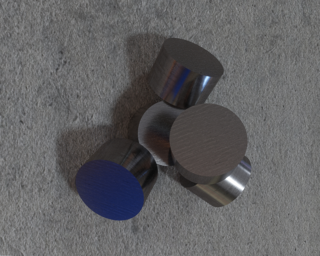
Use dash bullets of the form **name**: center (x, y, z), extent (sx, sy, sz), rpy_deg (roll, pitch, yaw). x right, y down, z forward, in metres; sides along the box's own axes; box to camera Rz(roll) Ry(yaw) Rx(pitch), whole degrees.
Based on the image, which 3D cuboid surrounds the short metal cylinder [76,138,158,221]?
- **short metal cylinder**: center (-0.048, 0.058, 0.357), extent (0.080, 0.050, 0.079), rpy_deg (7, 117, 15)

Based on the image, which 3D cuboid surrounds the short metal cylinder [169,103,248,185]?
- **short metal cylinder**: center (0.052, 0.019, 0.345), extent (0.080, 0.050, 0.080), rpy_deg (-1, 70, 3)

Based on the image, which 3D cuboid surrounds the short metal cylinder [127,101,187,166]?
- **short metal cylinder**: center (0.003, 0.006, 0.398), extent (0.081, 0.050, 0.080), rpy_deg (0, 90, -21)

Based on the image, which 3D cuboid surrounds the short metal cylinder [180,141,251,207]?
- **short metal cylinder**: center (0.071, 0.056, 0.407), extent (0.050, 0.080, 0.080), rpy_deg (37, 78, -17)

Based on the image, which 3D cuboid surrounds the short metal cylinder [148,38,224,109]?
- **short metal cylinder**: center (0.031, -0.068, 0.386), extent (0.081, 0.080, 0.050), rpy_deg (14, 129, -20)
